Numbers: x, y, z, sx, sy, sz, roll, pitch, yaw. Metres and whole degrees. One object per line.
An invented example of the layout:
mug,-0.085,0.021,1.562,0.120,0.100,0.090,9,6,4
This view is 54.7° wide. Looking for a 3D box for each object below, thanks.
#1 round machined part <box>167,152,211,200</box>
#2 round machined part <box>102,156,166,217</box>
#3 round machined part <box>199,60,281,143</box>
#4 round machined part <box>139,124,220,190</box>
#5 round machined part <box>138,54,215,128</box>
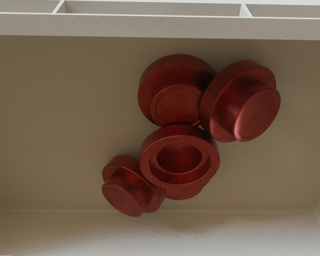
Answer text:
round machined part,0.028,0.069,0.455,0.099,0.042,0.097,-1,130,0
round machined part,-0.044,0.089,0.444,0.098,0.042,0.097,21,138,21
round machined part,0.096,-0.023,0.349,0.099,0.042,0.097,-20,132,-24
round machined part,0.024,0.032,0.395,0.099,0.042,0.097,-1,130,0
round machined part,0.023,-0.034,0.367,0.099,0.042,0.097,-1,130,0
